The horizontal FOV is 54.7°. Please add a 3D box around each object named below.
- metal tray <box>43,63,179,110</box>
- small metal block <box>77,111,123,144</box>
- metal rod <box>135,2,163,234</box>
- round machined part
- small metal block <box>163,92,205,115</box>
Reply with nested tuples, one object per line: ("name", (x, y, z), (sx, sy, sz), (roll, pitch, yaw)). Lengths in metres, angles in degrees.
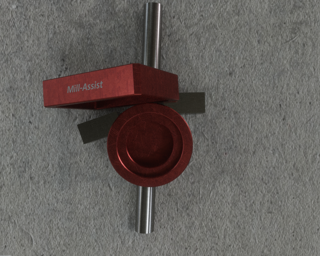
("metal tray", (-0.055, -0.042, 0.355), (0.130, 0.090, 0.030), (-4, 89, 29))
("small metal block", (-0.072, -0.001, 0.398), (0.050, 0.050, 0.025), (-19, 90, 0))
("metal rod", (-0.015, -0.013, 0.411), (0.025, 0.025, 0.298), (2, 90, -1))
("round machined part", (-0.012, 0.018, 0.375), (0.099, 0.042, 0.097), (0, 93, -3))
("small metal block", (0.029, -0.030, 0.399), (0.050, 0.050, 0.025), (-2, 90, -1))
